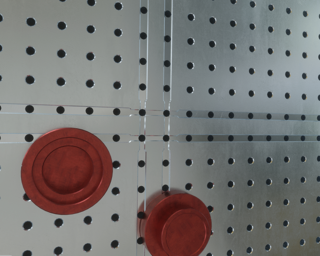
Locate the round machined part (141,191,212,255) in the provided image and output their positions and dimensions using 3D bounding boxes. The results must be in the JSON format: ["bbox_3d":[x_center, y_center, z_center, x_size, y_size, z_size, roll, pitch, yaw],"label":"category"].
[{"bbox_3d":[0.027,0.137,0.415,0.099,0.042,0.097,0,90,-21],"label":"round machined part"}]

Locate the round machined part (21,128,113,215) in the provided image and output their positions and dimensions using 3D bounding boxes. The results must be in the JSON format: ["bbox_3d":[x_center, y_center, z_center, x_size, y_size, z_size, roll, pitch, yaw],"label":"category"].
[{"bbox_3d":[-0.109,0.048,0.364,0.099,0.042,0.097,0,90,-21],"label":"round machined part"}]
